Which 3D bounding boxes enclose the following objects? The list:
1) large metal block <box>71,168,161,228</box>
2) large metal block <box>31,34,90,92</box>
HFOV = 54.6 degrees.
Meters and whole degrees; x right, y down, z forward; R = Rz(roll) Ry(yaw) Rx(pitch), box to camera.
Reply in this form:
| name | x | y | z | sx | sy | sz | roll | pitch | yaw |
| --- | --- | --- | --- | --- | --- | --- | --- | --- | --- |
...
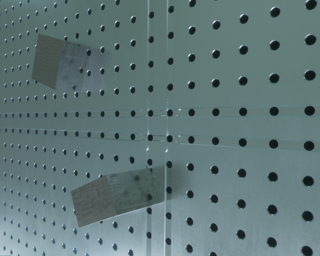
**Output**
| name | x | y | z | sx | sy | sz | roll | pitch | yaw |
| --- | --- | --- | --- | --- | --- | --- | --- | --- | --- |
| large metal block | -0.061 | 0.095 | 0.425 | 0.080 | 0.081 | 0.050 | -28 | 73 | 37 |
| large metal block | -0.174 | -0.113 | 0.539 | 0.080 | 0.050 | 0.080 | 24 | 105 | 37 |
